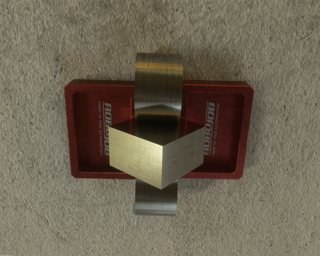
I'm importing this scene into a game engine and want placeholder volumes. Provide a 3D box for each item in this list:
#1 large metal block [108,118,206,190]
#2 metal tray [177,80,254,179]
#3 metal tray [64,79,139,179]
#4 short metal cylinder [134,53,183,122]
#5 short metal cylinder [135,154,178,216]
[{"bbox_3d":[-0.003,0.021,0.367,0.080,0.081,0.050,18,116,36],"label":"large metal block"},{"bbox_3d":[0.068,0.004,0.411,0.091,0.030,0.129,1,110,-1],"label":"metal tray"},{"bbox_3d":[-0.073,0.003,0.409,0.091,0.030,0.129,1,110,-1],"label":"metal tray"},{"bbox_3d":[-0.002,-0.047,0.364,0.050,0.080,0.079,2,110,-1],"label":"short metal cylinder"},{"bbox_3d":[-0.005,0.075,0.409,0.050,0.080,0.079,2,110,-1],"label":"short metal cylinder"}]
